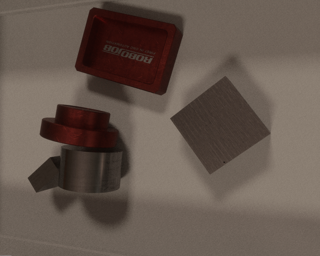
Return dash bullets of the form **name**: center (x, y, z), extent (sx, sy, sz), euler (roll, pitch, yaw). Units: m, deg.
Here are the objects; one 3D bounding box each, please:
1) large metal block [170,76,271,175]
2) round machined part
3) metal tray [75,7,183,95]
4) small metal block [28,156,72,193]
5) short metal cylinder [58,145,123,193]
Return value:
- **large metal block**: center (0.073, -0.003, 0.371), extent (0.080, 0.050, 0.080), euler (-38, 78, 16)
- **round machined part**: center (-0.103, -0.005, 0.407), extent (0.098, 0.098, 0.042), euler (12, 94, 19)
- **metal tray**: center (-0.044, -0.105, 0.422), extent (0.130, 0.030, 0.089), euler (18, 96, 18)
- **small metal block**: center (-0.151, 0.064, 0.448), extent (0.050, 0.050, 0.025), euler (-40, 77, 17)
- **short metal cylinder**: center (-0.092, 0.052, 0.412), extent (0.080, 0.080, 0.050), euler (6, 92, 19)
